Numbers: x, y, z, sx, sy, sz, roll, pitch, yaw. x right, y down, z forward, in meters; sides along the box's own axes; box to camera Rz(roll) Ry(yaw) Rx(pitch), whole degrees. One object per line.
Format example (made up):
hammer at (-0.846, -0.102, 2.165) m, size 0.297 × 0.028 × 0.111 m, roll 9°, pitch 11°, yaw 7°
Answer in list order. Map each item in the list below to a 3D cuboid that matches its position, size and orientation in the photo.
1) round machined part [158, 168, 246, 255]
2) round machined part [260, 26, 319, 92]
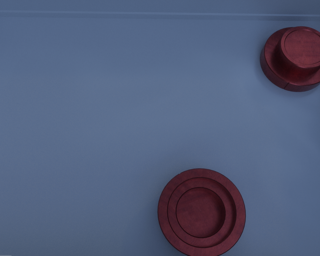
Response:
round machined part at (0.046, 0.100, 0.364) m, size 0.099 × 0.042 × 0.098 m, roll 0°, pitch 70°, yaw 0°
round machined part at (0.198, -0.104, 0.440) m, size 0.099 × 0.042 × 0.098 m, roll 0°, pitch 70°, yaw 0°
